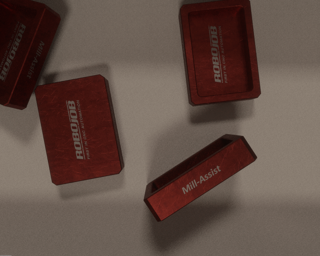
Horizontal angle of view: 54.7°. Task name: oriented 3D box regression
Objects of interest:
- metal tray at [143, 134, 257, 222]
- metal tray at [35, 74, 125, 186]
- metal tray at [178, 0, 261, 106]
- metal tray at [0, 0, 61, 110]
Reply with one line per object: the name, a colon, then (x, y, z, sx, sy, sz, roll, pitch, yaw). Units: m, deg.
metal tray: (0.044, 0.055, 0.379, 0.130, 0.090, 0.030, -33, 91, 0)
metal tray: (-0.104, 0.002, 0.408, 0.091, 0.030, 0.129, -11, 90, -1)
metal tray: (0.077, -0.098, 0.409, 0.091, 0.030, 0.129, -7, 90, -1)
metal tray: (-0.190, -0.098, 0.391, 0.090, 0.030, 0.129, 21, 90, 20)
